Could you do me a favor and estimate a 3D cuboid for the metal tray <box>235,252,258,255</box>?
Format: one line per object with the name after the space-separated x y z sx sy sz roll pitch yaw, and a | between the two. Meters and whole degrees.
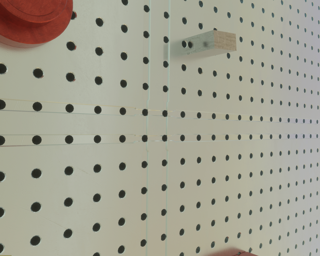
0.132 0.286 0.520 0.091 0.030 0.129 5 87 -40 | metal tray

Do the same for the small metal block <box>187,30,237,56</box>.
0.077 -0.124 0.460 0.050 0.050 0.025 -7 95 -40 | small metal block

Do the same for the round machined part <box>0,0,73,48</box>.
-0.128 -0.129 0.292 0.099 0.042 0.097 0 90 -40 | round machined part
